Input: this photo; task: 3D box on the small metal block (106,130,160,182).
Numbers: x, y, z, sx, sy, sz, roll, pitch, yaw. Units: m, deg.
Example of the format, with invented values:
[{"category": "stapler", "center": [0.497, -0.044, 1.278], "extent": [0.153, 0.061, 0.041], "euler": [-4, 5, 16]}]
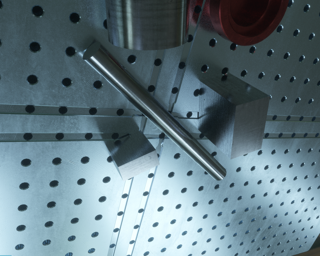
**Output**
[{"category": "small metal block", "center": [-0.035, 0.034, 0.398], "extent": [0.050, 0.050, 0.025], "euler": [-24, 127, -14]}]

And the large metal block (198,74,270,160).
[{"category": "large metal block", "center": [0.096, -0.018, 0.419], "extent": [0.050, 0.080, 0.079], "euler": [-16, 125, -20]}]

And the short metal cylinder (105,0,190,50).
[{"category": "short metal cylinder", "center": [-0.012, -0.112, 0.301], "extent": [0.081, 0.080, 0.050], "euler": [-14, 124, -21]}]

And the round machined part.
[{"category": "round machined part", "center": [0.100, -0.150, 0.363], "extent": [0.099, 0.042, 0.097], "euler": [-14, 125, -21]}]

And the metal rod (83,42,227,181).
[{"category": "metal rod", "center": [0.014, -0.002, 0.418], "extent": [0.025, 0.025, 0.300], "euler": [-45, 130, 3]}]
